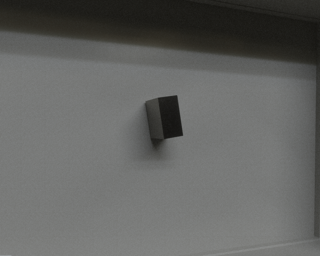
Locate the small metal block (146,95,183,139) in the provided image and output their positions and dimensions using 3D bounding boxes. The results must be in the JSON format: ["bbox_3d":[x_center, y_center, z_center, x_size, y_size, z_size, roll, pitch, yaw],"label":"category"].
[{"bbox_3d":[0.004,-0.013,0.395,0.025,0.050,0.050,-9,93,-20],"label":"small metal block"}]
